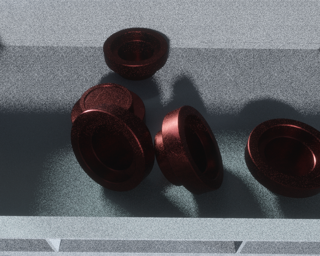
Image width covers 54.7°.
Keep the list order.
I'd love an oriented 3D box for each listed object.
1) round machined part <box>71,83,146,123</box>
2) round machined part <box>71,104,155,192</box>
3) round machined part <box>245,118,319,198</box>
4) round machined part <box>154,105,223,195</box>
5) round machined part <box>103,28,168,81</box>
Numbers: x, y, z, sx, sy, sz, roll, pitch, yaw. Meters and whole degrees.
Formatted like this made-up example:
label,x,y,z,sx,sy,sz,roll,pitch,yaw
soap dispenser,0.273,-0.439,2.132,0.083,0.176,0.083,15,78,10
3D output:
label,x,y,z,sx,sy,sz,roll,pitch,yaw
round machined part,-0.069,-0.022,0.412,0.099,0.042,0.098,0,50,0
round machined part,-0.048,0.018,0.346,0.098,0.097,0.042,25,33,19
round machined part,0.149,0.038,0.364,0.099,0.042,0.098,0,50,0
round machined part,0.030,0.027,0.348,0.042,0.098,0.098,-24,44,27
round machined part,-0.037,-0.112,0.488,0.099,0.042,0.098,0,50,0
